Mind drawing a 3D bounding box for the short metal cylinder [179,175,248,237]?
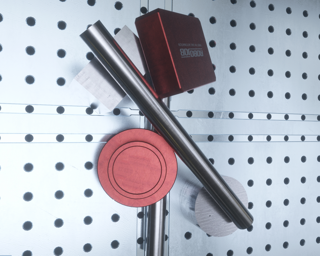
[{"bbox_3d":[0.073,0.102,0.428,0.081,0.050,0.079,0,90,-21],"label":"short metal cylinder"}]

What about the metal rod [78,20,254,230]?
[{"bbox_3d":[0.021,0.013,0.346,0.025,0.025,0.300,-45,112,-14],"label":"metal rod"}]

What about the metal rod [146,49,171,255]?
[{"bbox_3d":[-0.001,0.020,0.413,0.025,0.025,0.298,3,89,-20],"label":"metal rod"}]

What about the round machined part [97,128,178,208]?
[{"bbox_3d":[-0.027,0.049,0.378,0.099,0.042,0.097,0,90,-3],"label":"round machined part"}]

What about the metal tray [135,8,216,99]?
[{"bbox_3d":[0.026,-0.090,0.378,0.131,0.030,0.089,-27,102,-61],"label":"metal tray"}]

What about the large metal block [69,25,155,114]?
[{"bbox_3d":[-0.058,-0.064,0.363,0.050,0.080,0.080,43,76,-15],"label":"large metal block"}]
